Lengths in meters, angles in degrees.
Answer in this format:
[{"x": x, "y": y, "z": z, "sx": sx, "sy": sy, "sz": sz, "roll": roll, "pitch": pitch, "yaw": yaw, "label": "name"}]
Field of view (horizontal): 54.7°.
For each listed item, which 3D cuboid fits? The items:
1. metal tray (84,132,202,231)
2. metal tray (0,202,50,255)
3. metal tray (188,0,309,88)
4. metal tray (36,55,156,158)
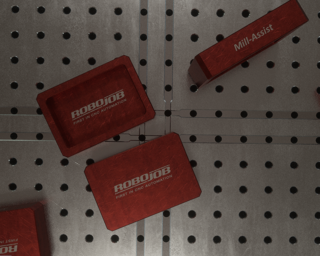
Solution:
[{"x": -0.022, "y": 0.069, "z": 0.411, "sx": 0.131, "sy": 0.030, "sz": 0.090, "roll": -22, "pitch": 90, "yaw": -1, "label": "metal tray"}, {"x": -0.219, "y": 0.154, "z": 0.408, "sx": 0.131, "sy": 0.030, "sz": 0.089, "roll": -8, "pitch": 90, "yaw": -1, "label": "metal tray"}, {"x": 0.101, "y": -0.099, "z": 0.382, "sx": 0.130, "sy": 0.090, "sz": 0.030, "roll": -31, "pitch": 90, "yaw": 0, "label": "metal tray"}, {"x": -0.082, "y": -0.028, "z": 0.409, "sx": 0.131, "sy": 0.030, "sz": 0.090, "roll": -25, "pitch": 90, "yaw": -1, "label": "metal tray"}]
